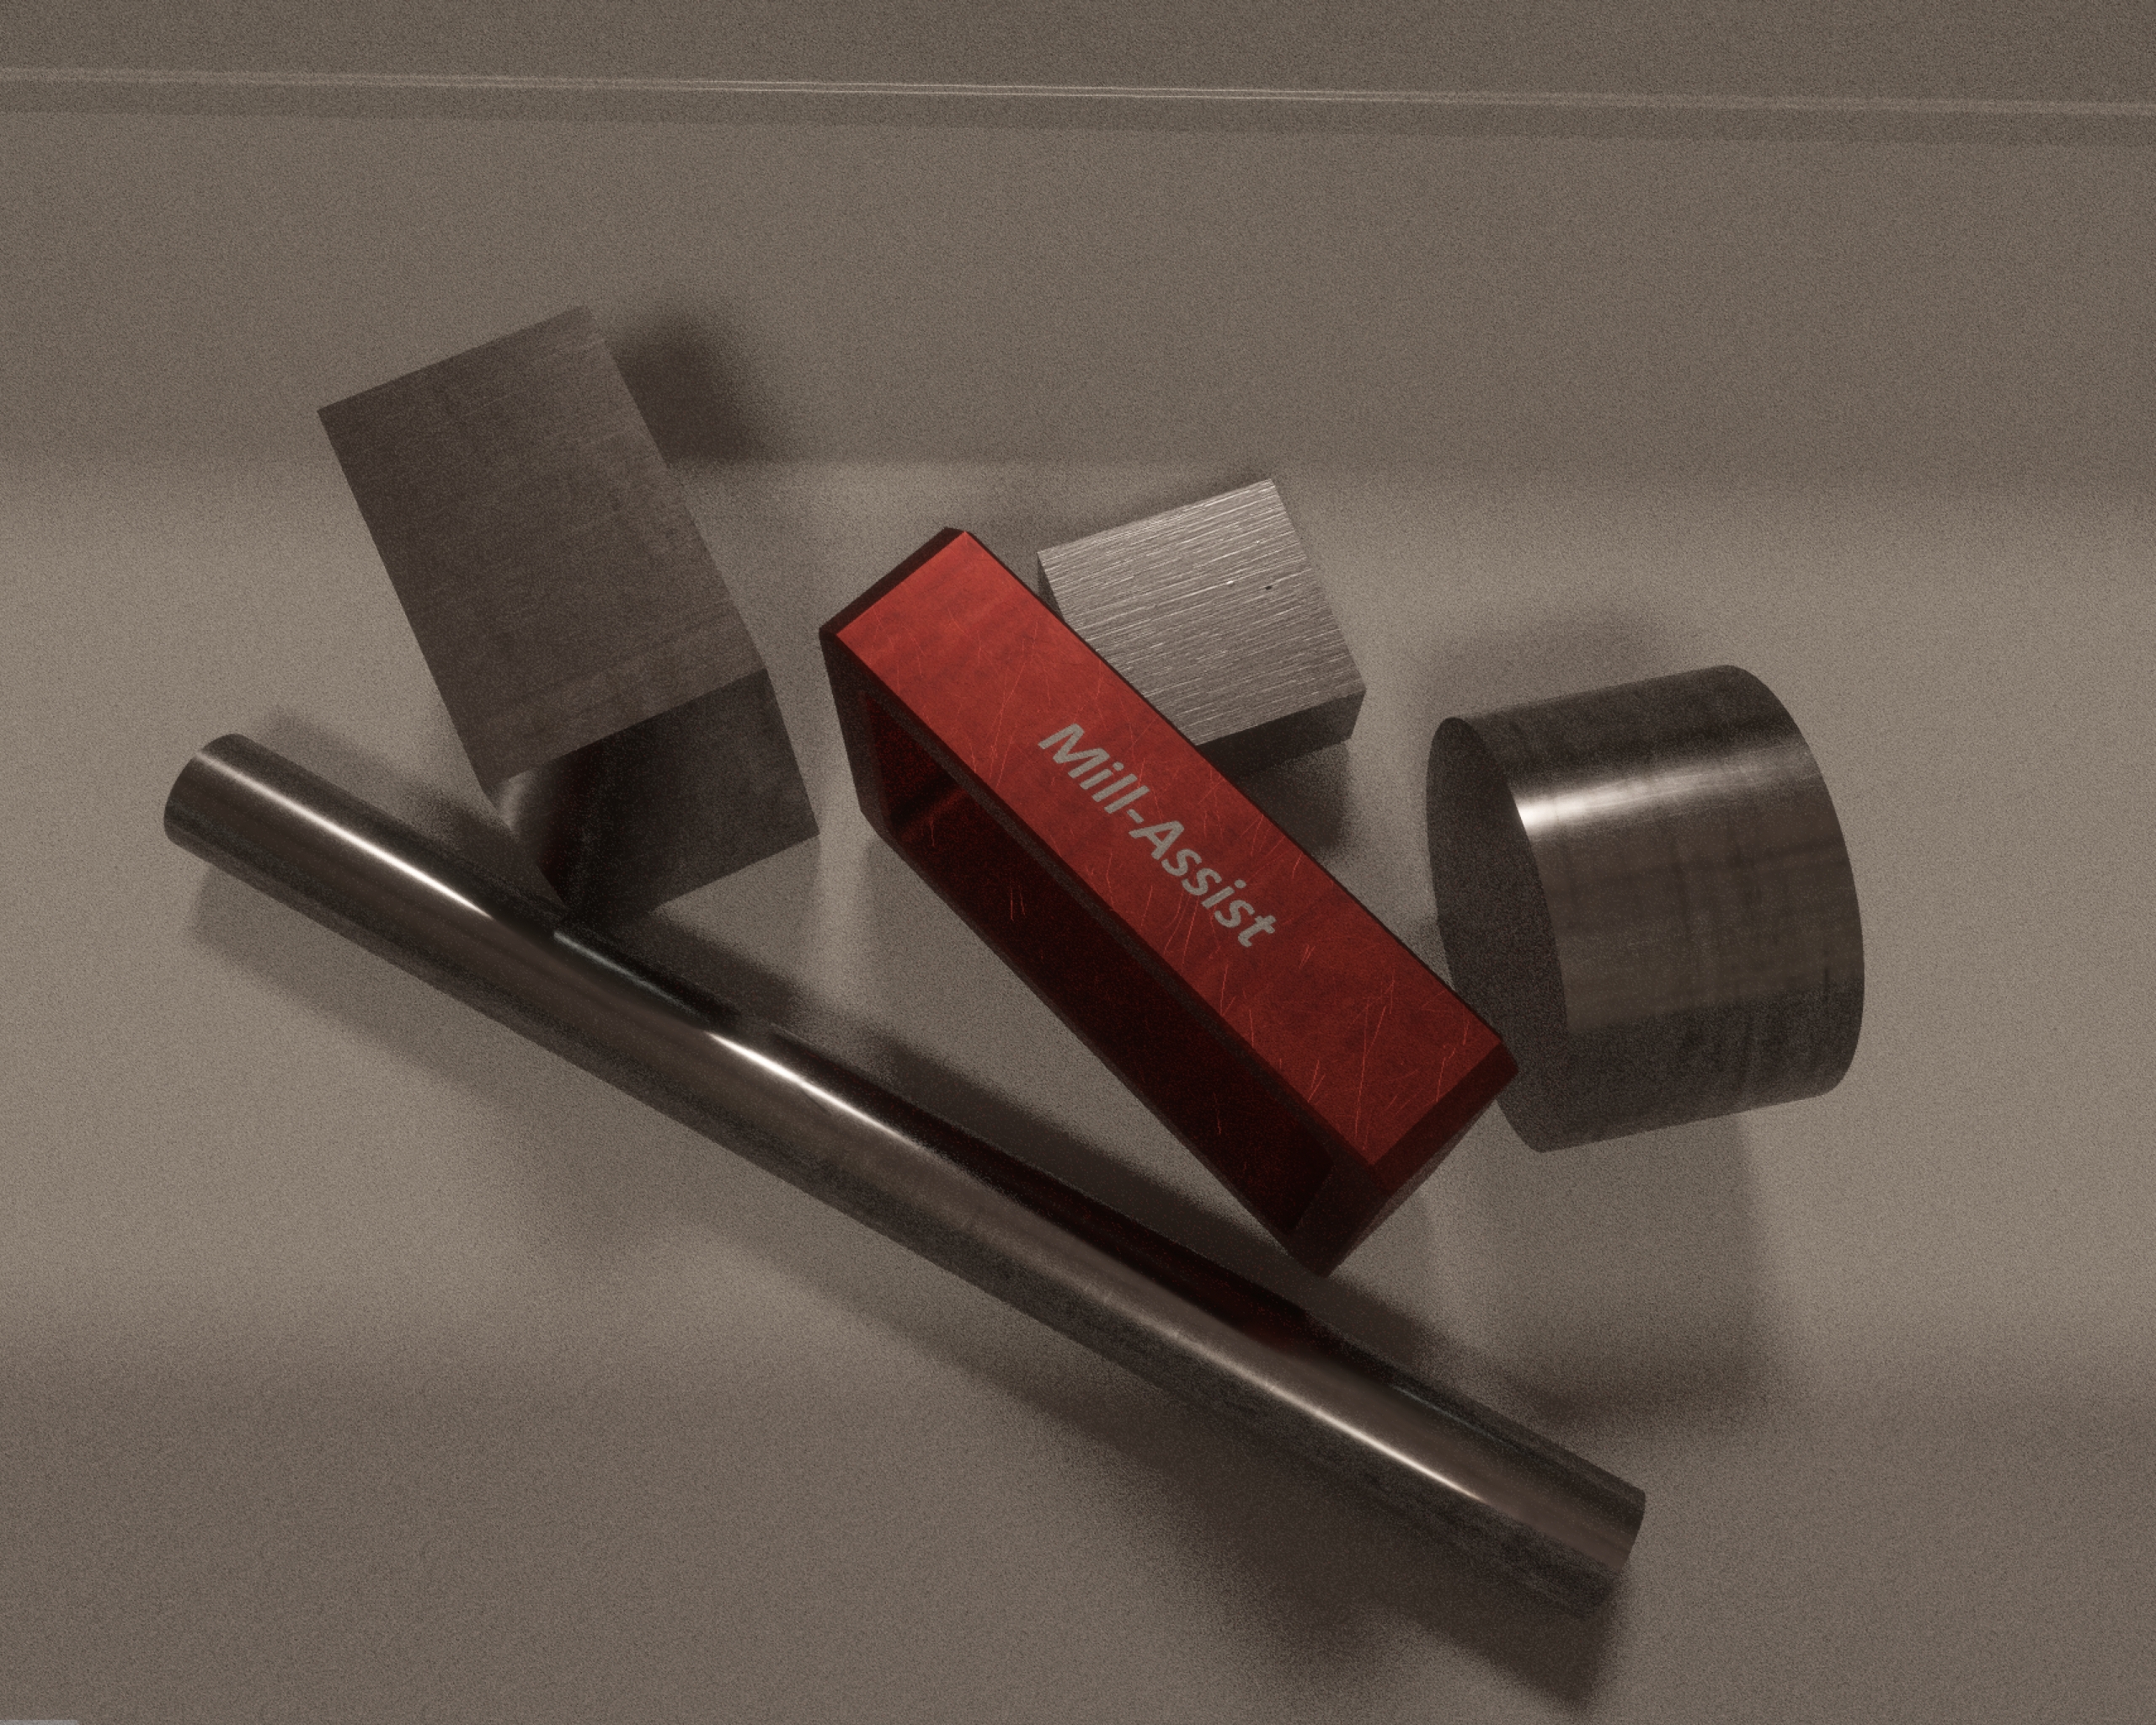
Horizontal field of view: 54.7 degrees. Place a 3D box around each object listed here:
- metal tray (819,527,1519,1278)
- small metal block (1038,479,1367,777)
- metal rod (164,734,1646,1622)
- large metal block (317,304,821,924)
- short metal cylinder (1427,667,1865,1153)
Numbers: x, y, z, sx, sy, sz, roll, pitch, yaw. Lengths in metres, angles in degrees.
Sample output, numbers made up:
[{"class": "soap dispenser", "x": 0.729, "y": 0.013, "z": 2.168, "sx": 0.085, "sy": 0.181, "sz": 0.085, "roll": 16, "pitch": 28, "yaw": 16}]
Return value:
[{"class": "metal tray", "x": 0.012, "y": 0.010, "z": 0.369, "sx": 0.030, "sy": 0.090, "sz": 0.130, "roll": -42, "pitch": 76, "yaw": -14}, {"class": "small metal block", "x": 0.024, "y": -0.044, "z": 0.423, "sx": 0.050, "sy": 0.025, "sz": 0.050, "roll": -19, "pitch": 71, "yaw": -7}, {"class": "metal rod", "x": -0.039, "y": 0.054, "z": 0.388, "sx": 0.301, "sy": 0.025, "sz": 0.025, "roll": 27, "pitch": 72, "yaw": 9}, {"class": "large metal block", "x": -0.092, "y": -0.042, "z": 0.393, "sx": 0.050, "sy": 0.080, "sz": 0.080, "roll": -25, "pitch": 72, "yaw": -9}, {"class": "short metal cylinder", "x": 0.099, "y": 0.008, "z": 0.377, "sx": 0.050, "sy": 0.080, "sz": 0.080, "roll": -11, "pitch": 71, "yaw": -3}]
